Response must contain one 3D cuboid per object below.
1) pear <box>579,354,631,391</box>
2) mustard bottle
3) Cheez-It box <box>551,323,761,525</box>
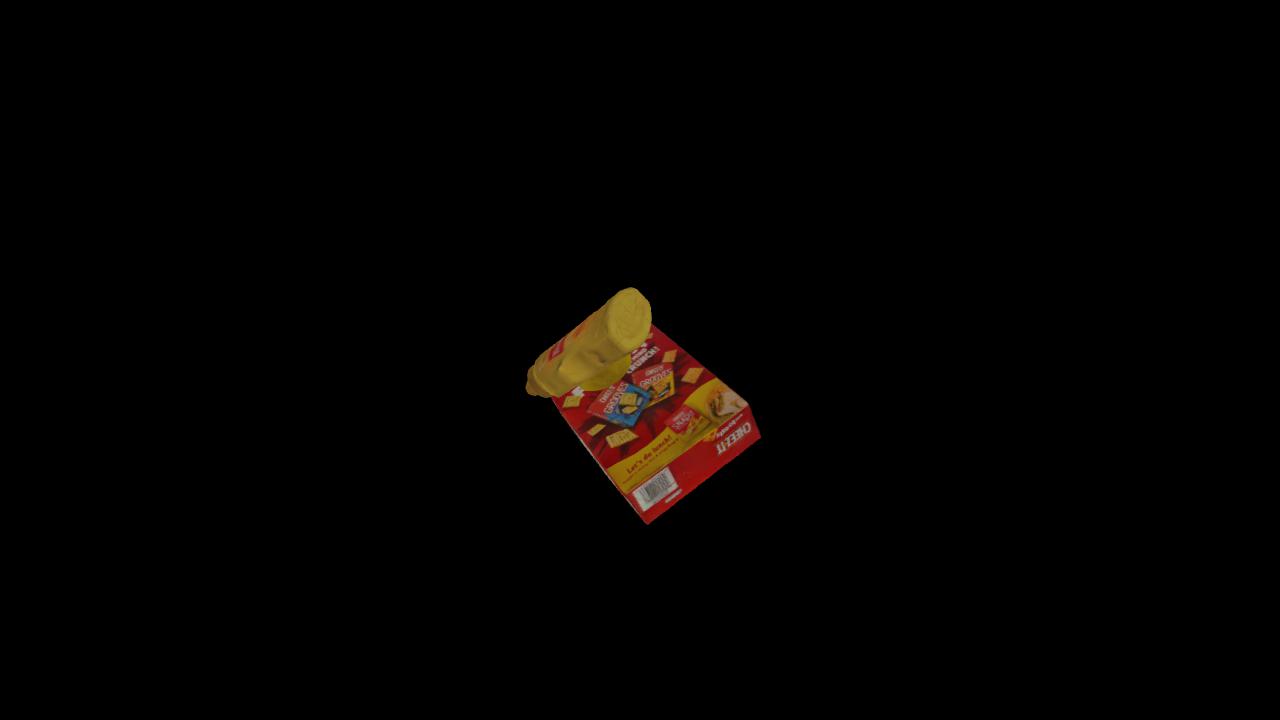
[{"bbox_3d":[-0.043,-0.011,0.747,0.080,0.111,0.080,12,39,-10],"label":"pear"},{"bbox_3d":[-0.069,-0.004,0.676,0.054,0.092,0.184,39,-49,-22],"label":"mustard bottle"},{"bbox_3d":[0.008,0.063,0.734,0.166,0.071,0.223,-35,40,-11],"label":"Cheez-It box"}]
